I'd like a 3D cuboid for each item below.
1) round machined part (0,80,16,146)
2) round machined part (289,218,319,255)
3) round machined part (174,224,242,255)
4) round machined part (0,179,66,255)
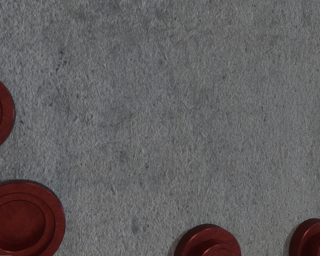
[{"bbox_3d":[-0.205,-0.016,0.324,0.099,0.042,0.097,0,90,-20],"label":"round machined part"},{"bbox_3d":[0.261,0.199,0.496,0.099,0.042,0.097,0,90,-20],"label":"round machined part"},{"bbox_3d":[0.071,0.187,0.426,0.099,0.042,0.097,0,90,-20],"label":"round machined part"},{"bbox_3d":[-0.157,0.105,0.342,0.099,0.042,0.097,0,90,-20],"label":"round machined part"}]
